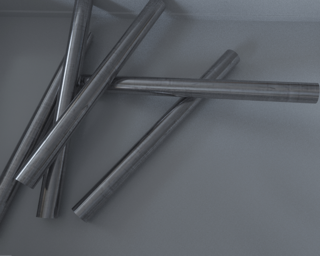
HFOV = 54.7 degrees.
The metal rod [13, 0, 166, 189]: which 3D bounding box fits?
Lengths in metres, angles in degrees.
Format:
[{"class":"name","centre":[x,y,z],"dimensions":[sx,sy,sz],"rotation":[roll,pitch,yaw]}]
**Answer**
[{"class":"metal rod","centre":[-0.078,-0.058,0.395],"dimensions":[0.025,0.025,0.300],"rotation":[29,70,9]}]

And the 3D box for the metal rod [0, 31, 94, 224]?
[{"class":"metal rod","centre":[-0.159,-0.008,0.410],"dimensions":[0.025,0.025,0.299],"rotation":[18,71,6]}]

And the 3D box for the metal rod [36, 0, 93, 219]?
[{"class":"metal rod","centre":[-0.121,-0.038,0.404],"dimensions":[0.025,0.025,0.299],"rotation":[5,76,1]}]

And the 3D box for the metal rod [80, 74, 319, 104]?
[{"class":"metal rod","centre":[0.041,-0.052,0.401],"dimensions":[0.301,0.025,0.025],"rotation":[4,70,12]}]

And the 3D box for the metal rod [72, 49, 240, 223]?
[{"class":"metal rod","centre":[0.005,0.000,0.409],"dimensions":[0.025,0.025,0.301],"rotation":[41,74,13]}]
